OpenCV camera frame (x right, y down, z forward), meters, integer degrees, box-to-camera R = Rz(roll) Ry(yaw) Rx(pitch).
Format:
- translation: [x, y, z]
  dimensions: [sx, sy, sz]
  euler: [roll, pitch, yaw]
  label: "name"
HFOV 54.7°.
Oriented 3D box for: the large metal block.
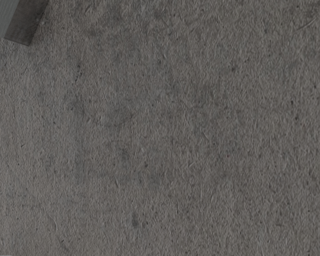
- translation: [-0.233, -0.184, 0.478]
  dimensions: [0.080, 0.050, 0.080]
  euler: [31, 100, 17]
  label: "large metal block"
